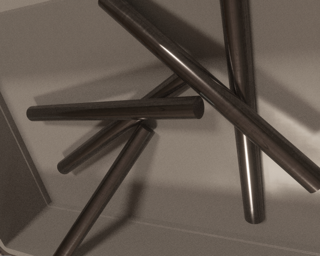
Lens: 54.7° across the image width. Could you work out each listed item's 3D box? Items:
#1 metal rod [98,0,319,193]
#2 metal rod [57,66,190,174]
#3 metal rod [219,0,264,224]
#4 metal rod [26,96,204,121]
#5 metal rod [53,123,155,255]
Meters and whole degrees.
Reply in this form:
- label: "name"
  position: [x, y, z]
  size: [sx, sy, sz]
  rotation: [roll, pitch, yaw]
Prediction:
- label: "metal rod"
  position: [0.048, -0.046, 0.327]
  size: [0.300, 0.025, 0.025]
  rotation: [43, 129, 8]
- label: "metal rod"
  position: [-0.066, 0.004, 0.444]
  size: [0.299, 0.025, 0.025]
  rotation: [-33, 100, 38]
- label: "metal rod"
  position: [0.096, -0.011, 0.350]
  size: [0.025, 0.025, 0.298]
  rotation: [1, 119, 27]
- label: "metal rod"
  position: [-0.082, -0.022, 0.413]
  size: [0.300, 0.025, 0.025]
  rotation: [0, 119, 35]
- label: "metal rod"
  position: [-0.099, 0.122, 0.448]
  size: [0.025, 0.025, 0.299]
  rotation: [35, 101, 5]
